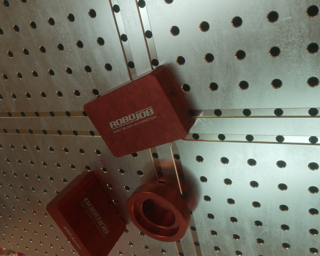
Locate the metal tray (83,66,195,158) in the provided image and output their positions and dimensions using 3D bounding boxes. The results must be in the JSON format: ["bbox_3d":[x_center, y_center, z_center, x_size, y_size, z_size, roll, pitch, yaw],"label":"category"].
[{"bbox_3d":[-0.031,-0.017,0.414,0.130,0.030,0.090,-19,109,35],"label":"metal tray"}]

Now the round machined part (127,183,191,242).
[{"bbox_3d":[0.002,0.124,0.476,0.098,0.042,0.097,13,124,21],"label":"round machined part"}]

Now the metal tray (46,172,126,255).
[{"bbox_3d":[-0.120,0.153,0.527,0.030,0.090,0.130,-17,110,35],"label":"metal tray"}]
